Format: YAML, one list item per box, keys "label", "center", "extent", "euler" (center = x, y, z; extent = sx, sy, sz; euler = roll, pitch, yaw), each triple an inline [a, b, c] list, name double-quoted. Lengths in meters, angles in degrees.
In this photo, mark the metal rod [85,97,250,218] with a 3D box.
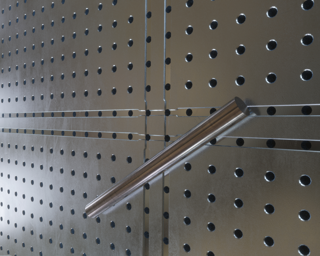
- label: "metal rod"
  center: [-0.010, 0.054, 0.415]
  extent: [0.299, 0.025, 0.025]
  euler: [-38, 67, 33]
